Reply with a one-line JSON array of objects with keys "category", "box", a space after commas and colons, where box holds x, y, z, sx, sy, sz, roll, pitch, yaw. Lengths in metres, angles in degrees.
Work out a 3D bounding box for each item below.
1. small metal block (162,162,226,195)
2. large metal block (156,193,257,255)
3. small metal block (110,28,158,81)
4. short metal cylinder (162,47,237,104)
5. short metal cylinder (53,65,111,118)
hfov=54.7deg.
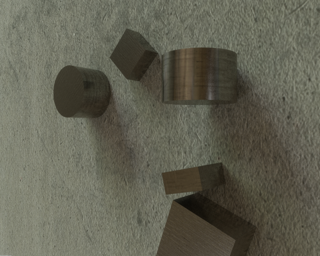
[{"category": "small metal block", "box": [0.039, 0.058, 0.356, 0.050, 0.050, 0.025, -17, 80, 39]}, {"category": "large metal block", "box": [0.049, 0.131, 0.348, 0.080, 0.050, 0.079, 25, 106, 37]}, {"category": "small metal block", "box": [-0.038, -0.102, 0.436, 0.050, 0.025, 0.050, 52, 120, 27]}, {"category": "short metal cylinder", "box": [0.042, -0.052, 0.334, 0.080, 0.081, 0.050, 1, 91, 40]}, {"category": "short metal cylinder", "box": [-0.124, -0.056, 0.491, 0.080, 0.050, 0.080, 0, 90, 40]}]
